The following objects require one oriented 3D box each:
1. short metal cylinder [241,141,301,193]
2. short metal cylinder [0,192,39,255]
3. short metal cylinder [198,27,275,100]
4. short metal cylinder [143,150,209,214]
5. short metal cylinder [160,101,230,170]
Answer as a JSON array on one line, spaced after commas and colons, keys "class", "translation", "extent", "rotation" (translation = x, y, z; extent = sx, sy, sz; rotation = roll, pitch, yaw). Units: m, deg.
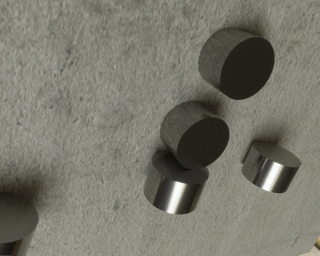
[{"class": "short metal cylinder", "translation": [0.183, 0.063, 0.513], "extent": [0.081, 0.080, 0.050], "rotation": [3, 117, -30]}, {"class": "short metal cylinder", "translation": [-0.184, 0.116, 0.343], "extent": [0.081, 0.080, 0.050], "rotation": [12, 112, -34]}, {"class": "short metal cylinder", "translation": [0.097, -0.082, 0.395], "extent": [0.081, 0.050, 0.079], "rotation": [-14, 125, -21]}, {"class": "short metal cylinder", "translation": [0.022, 0.073, 0.430], "extent": [0.081, 0.080, 0.050], "rotation": [1, 118, -29]}, {"class": "short metal cylinder", "translation": [0.047, 0.010, 0.424], "extent": [0.081, 0.050, 0.079], "rotation": [-14, 124, -21]}]
